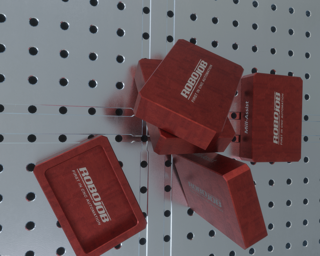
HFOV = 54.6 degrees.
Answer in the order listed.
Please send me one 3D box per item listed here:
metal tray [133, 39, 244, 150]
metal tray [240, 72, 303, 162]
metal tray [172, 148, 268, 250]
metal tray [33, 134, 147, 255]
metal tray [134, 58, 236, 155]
[{"bbox_3d":[0.038,-0.045,0.354,0.090,0.030,0.130,26,47,4],"label":"metal tray"},{"bbox_3d":[0.170,-0.014,0.472,0.091,0.030,0.129,2,90,-20],"label":"metal tray"},{"bbox_3d":[0.066,0.075,0.375,0.030,0.130,0.090,-23,105,-18],"label":"metal tray"},{"bbox_3d":[-0.083,0.084,0.379,0.091,0.030,0.130,-26,99,-18],"label":"metal tray"},{"bbox_3d":[0.026,-0.030,0.379,0.091,0.030,0.130,-1,50,-20],"label":"metal tray"}]
